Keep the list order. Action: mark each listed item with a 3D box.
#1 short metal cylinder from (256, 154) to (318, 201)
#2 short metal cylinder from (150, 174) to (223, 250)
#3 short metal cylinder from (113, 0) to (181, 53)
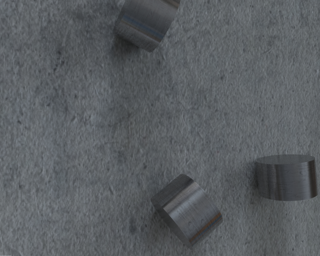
[{"bbox_3d":[0.183,0.070,0.449,0.081,0.080,0.050,-7,93,-20],"label":"short metal cylinder"},{"bbox_3d":[0.033,0.105,0.393,0.050,0.080,0.080,-37,102,-16],"label":"short metal cylinder"},{"bbox_3d":[-0.017,-0.139,0.374,0.050,0.080,0.080,24,82,-19],"label":"short metal cylinder"}]
